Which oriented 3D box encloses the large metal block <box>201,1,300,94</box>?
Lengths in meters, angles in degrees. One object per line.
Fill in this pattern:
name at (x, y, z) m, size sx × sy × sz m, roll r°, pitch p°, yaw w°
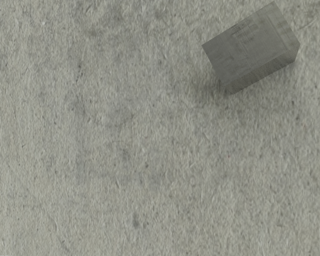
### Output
large metal block at (0.101, -0.083, 0.344) m, size 0.080 × 0.080 × 0.050 m, roll -29°, pitch 81°, yaw 18°
